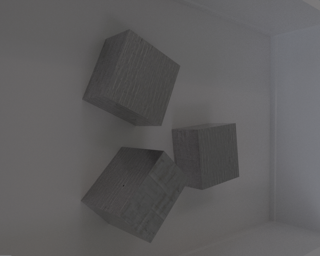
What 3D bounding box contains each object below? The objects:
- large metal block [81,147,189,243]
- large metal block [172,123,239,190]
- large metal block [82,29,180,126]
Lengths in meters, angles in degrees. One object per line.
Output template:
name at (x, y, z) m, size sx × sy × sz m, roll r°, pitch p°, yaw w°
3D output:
large metal block at (-0.028, 0.070, 0.347) m, size 0.050 × 0.080 × 0.080 m, roll 51°, pitch 60°, yaw -28°
large metal block at (0.067, 0.037, 0.446) m, size 0.081 × 0.050 × 0.079 m, roll -9°, pitch 96°, yaw -40°
large metal block at (-0.031, -0.054, 0.364) m, size 0.080 × 0.050 × 0.080 m, roll 28°, pitch 73°, yaw -37°
